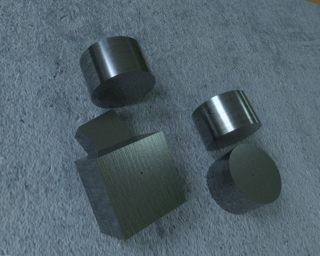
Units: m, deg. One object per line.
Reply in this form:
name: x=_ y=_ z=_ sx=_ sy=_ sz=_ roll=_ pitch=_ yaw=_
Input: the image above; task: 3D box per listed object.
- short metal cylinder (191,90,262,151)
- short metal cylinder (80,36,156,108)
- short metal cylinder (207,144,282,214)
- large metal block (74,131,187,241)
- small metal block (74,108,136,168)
short metal cylinder: x=0.090 y=-0.009 z=0.422 sx=0.081 sy=0.080 sz=0.050 roll=-10 pitch=67 yaw=-32
short metal cylinder: x=-0.052 y=-0.066 z=0.381 sx=0.081 sy=0.080 sz=0.050 roll=-9 pitch=67 yaw=-32
short metal cylinder: x=0.109 y=0.067 z=0.406 sx=0.081 sy=0.050 sz=0.080 roll=14 pitch=56 yaw=-21
large metal block: x=-0.029 y=0.056 z=0.321 sx=0.081 sy=0.050 sz=0.080 roll=-23 pitch=96 yaw=-36
small metal block: x=-0.062 y=0.012 z=0.363 sx=0.050 sy=0.025 sz=0.050 roll=-35 pitch=81 yaw=-38
